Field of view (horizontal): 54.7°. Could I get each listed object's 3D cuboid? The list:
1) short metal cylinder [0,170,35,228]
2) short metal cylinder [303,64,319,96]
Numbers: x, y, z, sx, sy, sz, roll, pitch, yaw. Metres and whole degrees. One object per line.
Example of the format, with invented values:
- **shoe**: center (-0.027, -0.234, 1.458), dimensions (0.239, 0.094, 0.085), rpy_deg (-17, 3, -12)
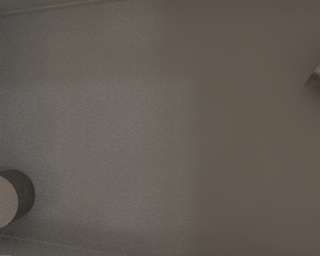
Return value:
- **short metal cylinder**: center (-0.242, 0.107, 0.472), dimensions (0.080, 0.050, 0.080), rpy_deg (0, 90, 5)
- **short metal cylinder**: center (0.193, -0.062, 0.313), dimensions (0.050, 0.080, 0.080), rpy_deg (38, 102, 16)
